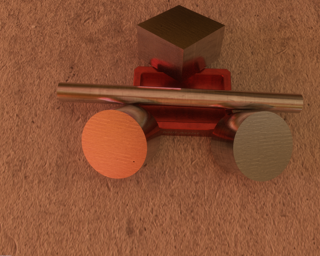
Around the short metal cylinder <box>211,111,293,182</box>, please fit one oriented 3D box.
[{"bbox_3d":[0.109,0.020,0.372,0.081,0.050,0.079,-1,93,-19],"label":"short metal cylinder"}]

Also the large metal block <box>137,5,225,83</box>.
[{"bbox_3d":[0.027,-0.115,0.415,0.080,0.050,0.080,36,56,28],"label":"large metal block"}]

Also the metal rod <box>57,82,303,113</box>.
[{"bbox_3d":[0.024,-0.038,0.392,0.302,0.025,0.025,3,70,1],"label":"metal rod"}]

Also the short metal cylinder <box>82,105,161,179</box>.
[{"bbox_3d":[-0.045,0.014,0.371,0.080,0.050,0.079,3,102,17],"label":"short metal cylinder"}]

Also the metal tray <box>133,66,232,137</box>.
[{"bbox_3d":[0.029,-0.036,0.420,0.131,0.030,0.090,2,70,0],"label":"metal tray"}]
